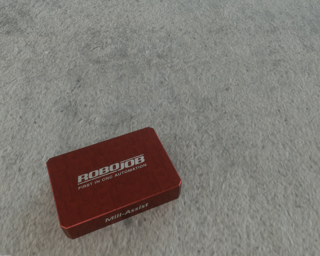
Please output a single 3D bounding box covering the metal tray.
[{"bbox_3d":[-0.052,0.057,0.352,0.131,0.030,0.090,-18,52,-15],"label":"metal tray"}]
